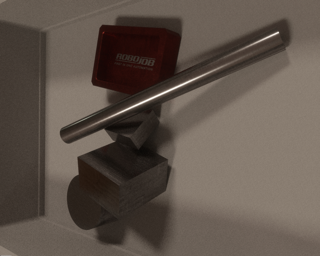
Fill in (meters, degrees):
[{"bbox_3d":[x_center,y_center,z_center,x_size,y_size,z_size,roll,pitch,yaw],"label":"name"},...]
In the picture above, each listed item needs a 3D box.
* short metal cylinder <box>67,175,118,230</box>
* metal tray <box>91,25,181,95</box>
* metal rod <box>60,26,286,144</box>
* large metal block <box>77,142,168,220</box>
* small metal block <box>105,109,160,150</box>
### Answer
[{"bbox_3d":[-0.095,0.107,0.466,0.080,0.050,0.079,0,90,39],"label":"short metal cylinder"},{"bbox_3d":[-0.038,-0.093,0.432,0.130,0.030,0.089,18,101,38],"label":"metal tray"},{"bbox_3d":[-0.005,-0.039,0.372,0.300,0.025,0.025,-22,76,25],"label":"metal rod"},{"bbox_3d":[-0.048,0.060,0.401,0.080,0.081,0.050,25,123,37],"label":"large metal block"},{"bbox_3d":[-0.038,-0.003,0.418,0.050,0.025,0.050,16,59,38],"label":"small metal block"}]
